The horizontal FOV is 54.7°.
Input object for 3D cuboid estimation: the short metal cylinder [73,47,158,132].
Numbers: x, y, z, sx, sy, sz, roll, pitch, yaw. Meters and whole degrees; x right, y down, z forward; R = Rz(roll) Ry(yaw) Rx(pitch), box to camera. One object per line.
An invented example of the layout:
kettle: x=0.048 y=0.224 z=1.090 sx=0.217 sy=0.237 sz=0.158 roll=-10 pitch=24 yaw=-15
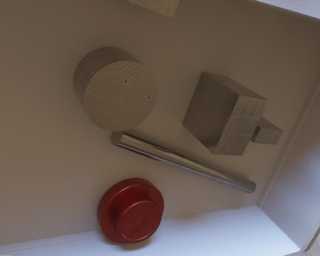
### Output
short metal cylinder: x=-0.049 y=-0.043 z=0.340 sx=0.081 sy=0.050 sz=0.079 roll=-14 pitch=125 yaw=-21

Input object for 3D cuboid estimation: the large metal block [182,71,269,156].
large metal block: x=0.082 y=-0.019 z=0.408 sx=0.050 sy=0.080 sz=0.079 roll=6 pitch=116 yaw=-32

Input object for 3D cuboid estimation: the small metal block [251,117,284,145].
small metal block: x=0.151 y=0.001 z=0.478 sx=0.050 sy=0.050 sz=0.025 roll=6 pitch=116 yaw=-32

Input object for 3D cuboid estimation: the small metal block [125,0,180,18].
small metal block: x=-0.014 y=-0.133 z=0.304 sx=0.050 sy=0.050 sz=0.025 roll=7 pitch=115 yaw=-32

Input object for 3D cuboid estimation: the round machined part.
round machined part: x=-0.037 y=0.125 z=0.446 sx=0.099 sy=0.042 sz=0.097 roll=-11 pitch=113 yaw=-25

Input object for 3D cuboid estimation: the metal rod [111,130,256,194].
metal rod: x=0.056 y=0.059 z=0.477 sx=0.302 sy=0.025 sz=0.025 roll=24 pitch=105 yaw=-37
